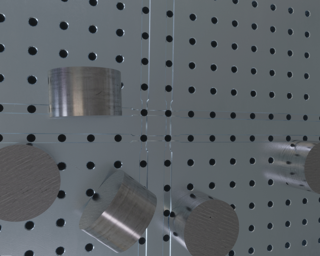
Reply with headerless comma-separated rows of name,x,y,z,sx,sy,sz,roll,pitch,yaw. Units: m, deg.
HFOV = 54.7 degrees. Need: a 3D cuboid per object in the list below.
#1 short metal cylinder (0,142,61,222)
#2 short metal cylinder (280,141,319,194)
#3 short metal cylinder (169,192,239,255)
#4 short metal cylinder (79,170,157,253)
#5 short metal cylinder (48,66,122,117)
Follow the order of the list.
short metal cylinder,-0.153,0.057,0.343,0.081,0.050,0.080,0,90,-20
short metal cylinder,0.239,0.060,0.488,0.081,0.050,0.079,0,90,-20
short metal cylinder,0.059,0.132,0.421,0.081,0.050,0.079,0,90,-20
short metal cylinder,-0.049,0.097,0.365,0.050,0.080,0.080,40,77,-16
short metal cylinder,-0.084,-0.038,0.352,0.081,0.080,0.050,-2,91,-20
